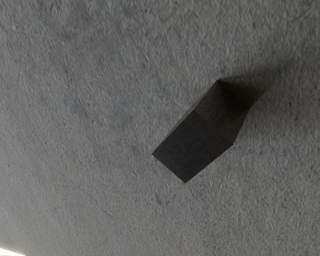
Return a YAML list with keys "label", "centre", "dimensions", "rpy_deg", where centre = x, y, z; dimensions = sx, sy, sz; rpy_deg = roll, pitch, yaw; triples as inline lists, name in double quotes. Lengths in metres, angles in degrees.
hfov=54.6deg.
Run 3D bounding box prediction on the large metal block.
- label: "large metal block"
  centre: [0.047, 0.003, 0.349]
  dimensions: [0.050, 0.080, 0.080]
  rpy_deg: [42, 129, 0]
